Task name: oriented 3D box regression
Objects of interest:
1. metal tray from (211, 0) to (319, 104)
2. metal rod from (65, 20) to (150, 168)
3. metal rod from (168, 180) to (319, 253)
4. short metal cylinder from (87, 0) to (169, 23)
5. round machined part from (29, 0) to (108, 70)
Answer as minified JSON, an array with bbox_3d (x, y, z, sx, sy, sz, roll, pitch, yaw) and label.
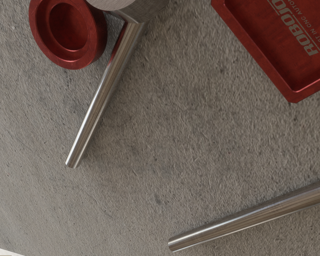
[{"bbox_3d":[0.121,-0.097,0.279,0.130,0.030,0.090,49,129,-7],"label":"metal tray"},{"bbox_3d":[-0.081,-0.038,0.425,0.025,0.025,0.298,37,129,3],"label":"metal rod"},{"bbox_3d":[0.117,0.124,0.421,0.025,0.025,0.299,48,129,-6],"label":"metal rod"},{"bbox_3d":[-0.032,-0.147,0.298,0.080,0.050,0.079,2,95,22],"label":"short metal cylinder"},{"bbox_3d":[-0.105,-0.124,0.375,0.098,0.042,0.097,13,124,21],"label":"round machined part"}]
